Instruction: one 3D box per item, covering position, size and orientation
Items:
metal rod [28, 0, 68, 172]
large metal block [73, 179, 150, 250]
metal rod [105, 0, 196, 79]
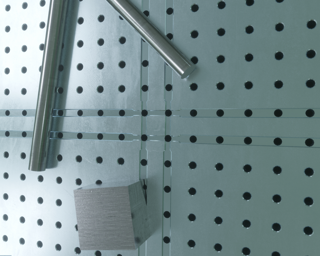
[{"bbox_3d":[-0.167,-0.083,0.469,0.025,0.025,0.298,10,93,19],"label":"metal rod"},{"bbox_3d":[-0.064,0.117,0.421,0.080,0.050,0.080,-8,87,19],"label":"large metal block"},{"bbox_3d":[-0.061,-0.181,0.432,0.025,0.025,0.300,-45,77,14],"label":"metal rod"}]
